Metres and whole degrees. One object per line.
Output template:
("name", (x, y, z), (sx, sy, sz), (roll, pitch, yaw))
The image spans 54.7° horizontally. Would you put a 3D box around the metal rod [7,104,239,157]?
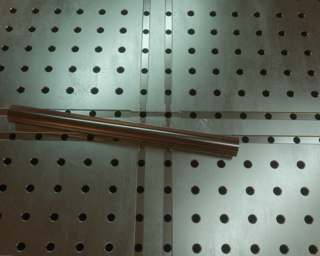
("metal rod", (-0.049, 0.003, 0.409), (0.302, 0.025, 0.025), (9, 70, 2))
